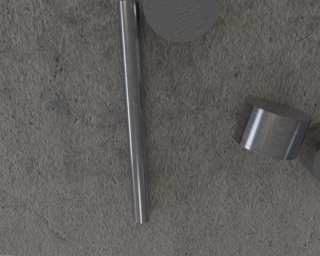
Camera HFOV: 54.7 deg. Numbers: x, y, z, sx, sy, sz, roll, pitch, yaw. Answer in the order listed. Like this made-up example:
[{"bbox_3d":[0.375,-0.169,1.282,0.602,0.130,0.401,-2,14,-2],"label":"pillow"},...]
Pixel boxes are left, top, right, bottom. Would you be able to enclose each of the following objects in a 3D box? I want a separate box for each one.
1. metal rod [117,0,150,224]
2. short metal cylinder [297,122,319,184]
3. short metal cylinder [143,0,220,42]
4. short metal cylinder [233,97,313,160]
[{"bbox_3d":[-0.032,-0.006,0.407,0.025,0.025,0.298,-2,110,0],"label":"metal rod"},{"bbox_3d":[0.232,0.035,0.412,0.081,0.050,0.079,0,110,0],"label":"short metal cylinder"},{"bbox_3d":[0.022,-0.139,0.346,0.081,0.050,0.079,0,110,0],"label":"short metal cylinder"},{"bbox_3d":[0.137,-0.002,0.381,0.080,0.080,0.050,12,110,-5],"label":"short metal cylinder"}]
